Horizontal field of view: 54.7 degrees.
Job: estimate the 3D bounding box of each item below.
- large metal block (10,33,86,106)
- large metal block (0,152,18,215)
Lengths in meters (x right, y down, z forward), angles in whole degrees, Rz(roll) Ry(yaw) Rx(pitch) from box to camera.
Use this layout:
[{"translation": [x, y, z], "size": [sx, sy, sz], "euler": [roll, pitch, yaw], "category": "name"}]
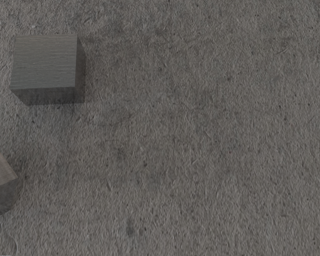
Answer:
[{"translation": [-0.149, -0.079, 0.422], "size": [0.081, 0.050, 0.080], "euler": [-3, 70, -1], "category": "large metal block"}, {"translation": [-0.210, 0.057, 0.349], "size": [0.080, 0.080, 0.050], "euler": [48, 43, 15], "category": "large metal block"}]
